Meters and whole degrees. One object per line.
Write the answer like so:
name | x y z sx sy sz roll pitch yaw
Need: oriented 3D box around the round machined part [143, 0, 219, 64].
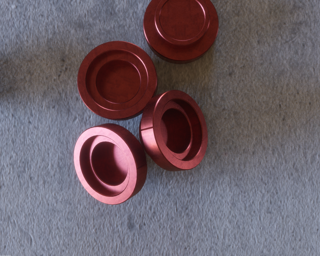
round machined part | 0.027 -0.136 0.402 0.099 0.042 0.097 0 90 -1

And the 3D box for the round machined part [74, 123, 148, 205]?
round machined part | -0.056 0.042 0.386 0.098 0.042 0.097 7 105 29

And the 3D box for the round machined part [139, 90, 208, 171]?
round machined part | 0.013 0.005 0.384 0.042 0.099 0.097 -14 90 44

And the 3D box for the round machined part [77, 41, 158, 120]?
round machined part | -0.051 -0.058 0.398 0.099 0.042 0.097 0 87 3
